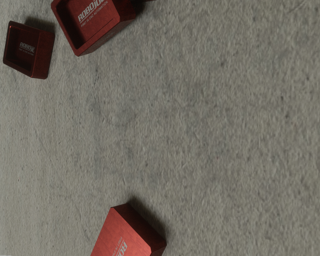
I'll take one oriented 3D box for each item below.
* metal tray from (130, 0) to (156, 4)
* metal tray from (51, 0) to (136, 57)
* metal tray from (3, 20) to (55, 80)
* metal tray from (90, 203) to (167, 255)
[{"bbox_3d":[-0.049,-0.226,0.439,0.130,0.030,0.089,10,97,39],"label":"metal tray"},{"bbox_3d":[-0.101,-0.170,0.449,0.130,0.030,0.090,-18,101,47],"label":"metal tray"},{"bbox_3d":[-0.263,-0.156,0.614,0.130,0.030,0.089,25,106,36],"label":"metal tray"},{"bbox_3d":[-0.053,0.186,0.444,0.090,0.030,0.129,36,112,33],"label":"metal tray"}]
